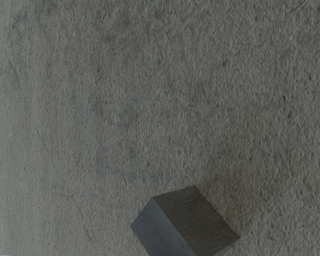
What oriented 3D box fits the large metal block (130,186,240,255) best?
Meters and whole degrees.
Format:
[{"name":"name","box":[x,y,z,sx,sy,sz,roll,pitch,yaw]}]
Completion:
[{"name":"large metal block","box":[0.028,0.117,0.346,0.080,0.081,0.050,48,119,29]}]
